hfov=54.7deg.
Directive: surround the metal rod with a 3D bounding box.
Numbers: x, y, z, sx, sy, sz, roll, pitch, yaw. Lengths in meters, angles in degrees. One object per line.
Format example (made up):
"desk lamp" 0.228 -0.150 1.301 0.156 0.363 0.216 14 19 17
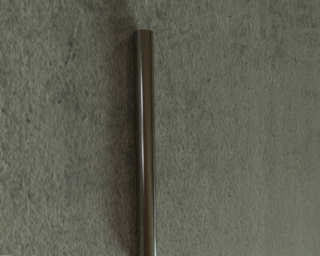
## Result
"metal rod" -0.018 0.029 0.391 0.025 0.025 0.298 -2 91 -40
